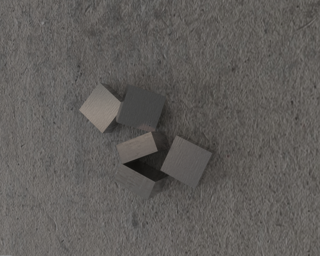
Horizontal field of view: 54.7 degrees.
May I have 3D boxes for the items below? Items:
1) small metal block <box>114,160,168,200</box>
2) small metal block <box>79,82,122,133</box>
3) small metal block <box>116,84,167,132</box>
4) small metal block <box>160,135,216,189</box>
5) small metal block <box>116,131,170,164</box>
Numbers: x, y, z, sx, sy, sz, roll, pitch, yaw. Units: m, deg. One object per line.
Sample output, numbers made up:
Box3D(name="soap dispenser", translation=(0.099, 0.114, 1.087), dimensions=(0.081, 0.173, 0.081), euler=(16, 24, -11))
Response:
Box3D(name="small metal block", translation=(-0.023, 0.066, 0.404), dimensions=(0.050, 0.050, 0.025), euler=(26, 99, 18))
Box3D(name="small metal block", translation=(-0.077, -0.028, 0.436), dimensions=(0.050, 0.025, 0.050), euler=(43, 103, 15))
Box3D(name="small metal block", translation=(-0.025, -0.026, 0.405), dimensions=(0.050, 0.025, 0.050), euler=(17, 97, -15))
Box3D(name="small metal block", translation=(0.036, 0.042, 0.396), dimensions=(0.050, 0.025, 0.050), euler=(27, 99, 18))
Box3D(name="small metal block", translation=(-0.020, 0.025, 0.403), dimensions=(0.050, 0.050, 0.025), euler=(-22, 83, 18))
